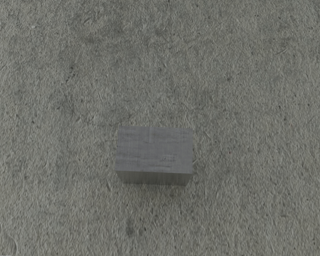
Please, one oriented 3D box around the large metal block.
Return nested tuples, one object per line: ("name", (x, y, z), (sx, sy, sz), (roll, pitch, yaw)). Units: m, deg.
("large metal block", (-0.006, 0.036, 0.366), (0.080, 0.080, 0.050), (2, 70, 1))
